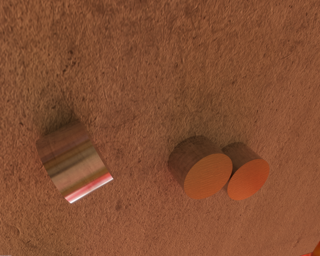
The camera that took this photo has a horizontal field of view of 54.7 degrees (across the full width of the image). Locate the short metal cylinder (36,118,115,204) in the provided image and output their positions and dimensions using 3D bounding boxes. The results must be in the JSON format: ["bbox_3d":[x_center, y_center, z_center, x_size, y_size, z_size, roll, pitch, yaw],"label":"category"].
[{"bbox_3d":[-0.092,0.036,0.343,0.050,0.080,0.080,-30,129,-10],"label":"short metal cylinder"}]

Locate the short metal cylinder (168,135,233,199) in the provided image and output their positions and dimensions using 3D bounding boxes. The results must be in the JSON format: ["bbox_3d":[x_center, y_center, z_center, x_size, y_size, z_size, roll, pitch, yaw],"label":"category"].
[{"bbox_3d":[0.059,0.058,0.458,0.081,0.050,0.079,-14,124,-21],"label":"short metal cylinder"}]

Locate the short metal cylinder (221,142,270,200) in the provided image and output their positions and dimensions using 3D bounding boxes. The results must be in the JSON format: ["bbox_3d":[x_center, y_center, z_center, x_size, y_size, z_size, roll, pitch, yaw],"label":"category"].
[{"bbox_3d":[0.129,0.070,0.504,0.081,0.050,0.079,-14,124,-21],"label":"short metal cylinder"}]
